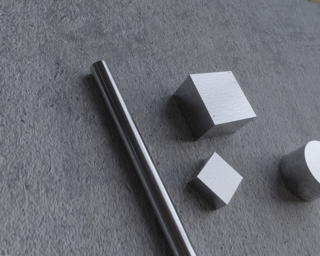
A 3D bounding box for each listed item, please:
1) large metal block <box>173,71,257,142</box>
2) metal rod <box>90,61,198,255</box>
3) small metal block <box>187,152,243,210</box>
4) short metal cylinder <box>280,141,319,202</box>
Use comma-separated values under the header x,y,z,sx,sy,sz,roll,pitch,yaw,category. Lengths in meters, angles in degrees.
x,y,z,sx,sy,sz,roll,pitch,yaw,category
0.078,-0.033,0.450,0.081,0.050,0.080,-11,67,-33,large metal block
-0.018,0.047,0.365,0.025,0.025,0.299,-14,69,-34,metal rod
0.072,0.068,0.401,0.050,0.025,0.050,43,51,1,small metal block
0.233,0.066,0.473,0.081,0.050,0.080,14,56,-21,short metal cylinder
